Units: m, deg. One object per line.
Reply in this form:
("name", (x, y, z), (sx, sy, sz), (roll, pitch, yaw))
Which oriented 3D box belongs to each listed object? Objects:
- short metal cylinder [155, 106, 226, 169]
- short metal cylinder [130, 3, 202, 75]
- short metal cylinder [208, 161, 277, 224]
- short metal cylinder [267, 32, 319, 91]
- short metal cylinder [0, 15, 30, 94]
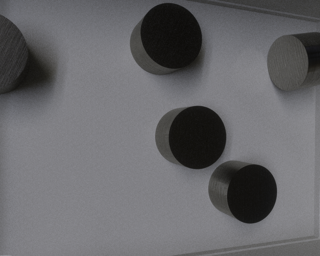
("short metal cylinder", (0.040, 0.012, 0.412), (0.081, 0.050, 0.080), (0, 90, -20))
("short metal cylinder", (0.007, -0.112, 0.399), (0.081, 0.050, 0.080), (0, 90, -20))
("short metal cylinder", (0.117, 0.089, 0.440), (0.081, 0.050, 0.080), (0, 90, -20))
("short metal cylinder", (0.206, -0.098, 0.457), (0.050, 0.080, 0.080), (-12, 94, -20))
("short metal cylinder", (-0.183, -0.077, 0.329), (0.081, 0.050, 0.080), (0, 90, -20))
